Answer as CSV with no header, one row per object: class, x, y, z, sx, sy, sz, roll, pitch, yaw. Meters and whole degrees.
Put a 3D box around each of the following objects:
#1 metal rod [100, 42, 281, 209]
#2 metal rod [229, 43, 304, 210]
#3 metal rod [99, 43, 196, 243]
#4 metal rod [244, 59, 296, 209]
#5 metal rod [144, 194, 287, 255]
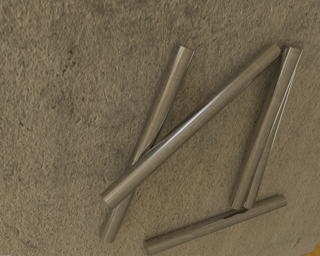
metal rod,0.046,-0.009,0.403,0.301,0.025,0.025,-42,130,-9
metal rod,0.159,0.016,0.491,0.025,0.025,0.298,-7,125,-25
metal rod,-0.024,0.034,0.414,0.025,0.025,0.298,10,114,-33
metal rod,0.177,0.014,0.511,0.025,0.025,0.298,-9,123,-24
metal rod,0.114,0.175,0.577,0.303,0.025,0.025,-11,123,-23
